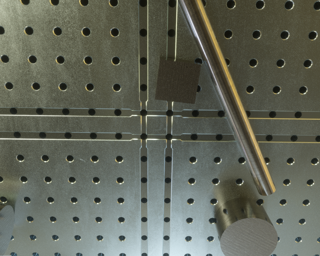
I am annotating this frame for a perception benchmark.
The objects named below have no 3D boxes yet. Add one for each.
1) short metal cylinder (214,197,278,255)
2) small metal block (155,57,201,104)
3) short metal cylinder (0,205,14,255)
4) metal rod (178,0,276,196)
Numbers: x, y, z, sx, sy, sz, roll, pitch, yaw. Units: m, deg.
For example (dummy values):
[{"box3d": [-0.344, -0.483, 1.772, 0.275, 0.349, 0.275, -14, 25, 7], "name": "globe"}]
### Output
[{"box3d": [0.124, 0.150, 0.456, 0.081, 0.050, 0.079, 0, 110, 0], "name": "short metal cylinder"}, {"box3d": [0.022, -0.060, 0.391, 0.050, 0.025, 0.050, 7, 110, -3], "name": "small metal block"}, {"box3d": [-0.248, 0.147, 0.436, 0.050, 0.080, 0.079, 8, 110, -3], "name": "short metal cylinder"}, {"box3d": [0.091, -0.037, 0.400, 0.025, 0.025, 0.299, -24, 109, 8], "name": "metal rod"}]
